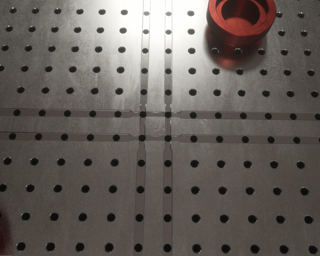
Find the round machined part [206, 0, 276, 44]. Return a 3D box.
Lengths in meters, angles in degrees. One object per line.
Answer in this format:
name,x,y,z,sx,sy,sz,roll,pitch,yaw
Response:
round machined part,0.118,-0.166,0.465,0.099,0.042,0.098,0,70,-1
